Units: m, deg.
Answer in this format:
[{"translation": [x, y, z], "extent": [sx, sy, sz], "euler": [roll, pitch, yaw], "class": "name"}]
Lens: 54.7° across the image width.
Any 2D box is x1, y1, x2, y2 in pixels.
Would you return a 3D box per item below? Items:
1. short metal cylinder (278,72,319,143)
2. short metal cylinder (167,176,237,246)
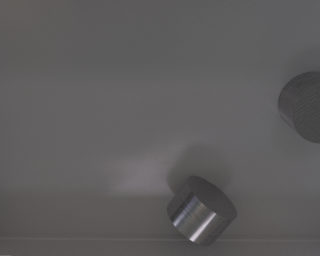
[{"translation": [0.198, -0.027, 0.390], "extent": [0.081, 0.050, 0.079], "euler": [0, 110, 0], "class": "short metal cylinder"}, {"translation": [0.057, 0.112, 0.423], "extent": [0.080, 0.080, 0.050], "euler": [31, 107, -11], "class": "short metal cylinder"}]
